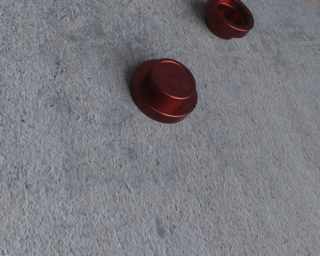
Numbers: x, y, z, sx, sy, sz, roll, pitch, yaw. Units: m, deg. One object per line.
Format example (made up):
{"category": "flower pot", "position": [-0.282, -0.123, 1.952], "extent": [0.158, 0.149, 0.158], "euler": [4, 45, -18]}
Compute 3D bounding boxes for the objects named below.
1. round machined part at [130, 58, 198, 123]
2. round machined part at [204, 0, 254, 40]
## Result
{"category": "round machined part", "position": [0.011, -0.059, 0.434], "extent": [0.099, 0.042, 0.098], "euler": [14, 56, -21]}
{"category": "round machined part", "position": [0.125, -0.207, 0.586], "extent": [0.099, 0.042, 0.098], "euler": [14, 56, -21]}
